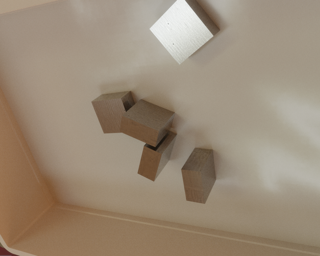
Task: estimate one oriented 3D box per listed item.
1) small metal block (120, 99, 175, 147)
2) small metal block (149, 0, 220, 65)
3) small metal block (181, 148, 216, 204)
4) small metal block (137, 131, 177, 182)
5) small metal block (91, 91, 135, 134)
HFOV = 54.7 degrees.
[{"bbox_3d":[-0.015,-0.008,0.396,0.050,0.050,0.025,23,127,14],"label":"small metal block"},{"bbox_3d":[0.026,-0.105,0.330,0.050,0.025,0.050,49,129,-7],"label":"small metal block"},{"bbox_3d":[0.052,0.061,0.403,0.025,0.050,0.050,4,120,26],"label":"small metal block"},{"bbox_3d":[-0.003,0.034,0.416,0.025,0.050,0.050,25,127,13],"label":"small metal block"},{"bbox_3d":[-0.059,-0.021,0.427,0.050,0.025,0.050,-3,117,29],"label":"small metal block"}]
